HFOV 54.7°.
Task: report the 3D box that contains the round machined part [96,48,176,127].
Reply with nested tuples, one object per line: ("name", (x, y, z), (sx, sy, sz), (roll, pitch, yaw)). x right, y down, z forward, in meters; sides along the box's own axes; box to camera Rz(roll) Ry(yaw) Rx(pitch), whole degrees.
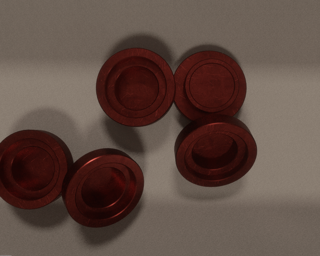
("round machined part", (-0.029, -0.050, 0.400), (0.099, 0.042, 0.097), (0, 90, 4))

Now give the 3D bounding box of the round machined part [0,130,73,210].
("round machined part", (-0.159, 0.051, 0.398), (0.099, 0.042, 0.097), (0, 88, 4))

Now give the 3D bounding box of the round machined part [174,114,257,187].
("round machined part", (0.067, 0.024, 0.390), (0.099, 0.042, 0.097), (-1, 122, -2))

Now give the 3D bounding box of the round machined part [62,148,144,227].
("round machined part", (-0.073, 0.070, 0.387), (0.099, 0.042, 0.097), (-11, 113, -27))

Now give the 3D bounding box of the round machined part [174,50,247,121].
("round machined part", (0.064, -0.053, 0.404), (0.099, 0.042, 0.097), (0, 90, -1))
